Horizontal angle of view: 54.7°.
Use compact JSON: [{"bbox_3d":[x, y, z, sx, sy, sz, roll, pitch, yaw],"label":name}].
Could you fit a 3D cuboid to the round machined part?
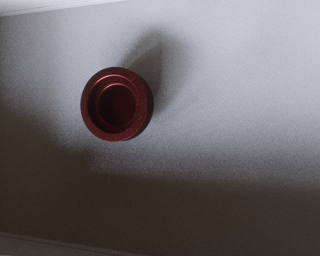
[{"bbox_3d":[-0.054,-0.031,0.419,0.098,0.042,0.097,0,90,19],"label":"round machined part"}]
